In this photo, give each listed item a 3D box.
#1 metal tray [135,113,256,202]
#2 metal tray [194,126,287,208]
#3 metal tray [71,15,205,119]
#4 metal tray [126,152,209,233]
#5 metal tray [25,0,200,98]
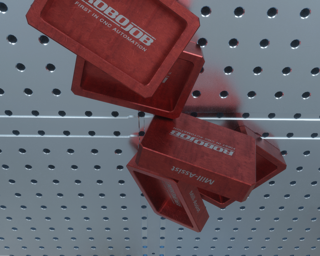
[{"bbox_3d":[0.046,0.027,0.371,0.131,0.090,0.030,19,127,3],"label":"metal tray"},{"bbox_3d":[0.107,0.064,0.464,0.090,0.030,0.129,31,123,-25],"label":"metal tray"},{"bbox_3d":[-0.027,-0.066,0.351,0.131,0.030,0.089,14,129,-12],"label":"metal tray"},{"bbox_3d":[0.014,0.095,0.459,0.090,0.030,0.130,12,141,37],"label":"metal tray"},{"bbox_3d":[-0.041,-0.099,0.289,0.130,0.030,0.090,32,98,-15],"label":"metal tray"}]
